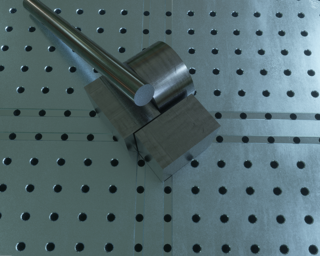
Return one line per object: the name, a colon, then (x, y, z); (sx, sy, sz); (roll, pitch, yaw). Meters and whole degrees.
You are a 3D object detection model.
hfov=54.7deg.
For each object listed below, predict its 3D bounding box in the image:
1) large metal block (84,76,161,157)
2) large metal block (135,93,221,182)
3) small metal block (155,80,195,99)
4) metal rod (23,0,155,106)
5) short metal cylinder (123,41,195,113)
large metal block: (-0.044, -0.018, 0.389); (0.050, 0.080, 0.080); (-36, 74, -12)
large metal block: (0.020, 0.015, 0.375); (0.080, 0.080, 0.050); (-36, 74, -12)
small metal block: (0.012, -0.050, 0.431); (0.050, 0.025, 0.050); (-40, 75, -14)
metal rod: (-0.108, -0.113, 0.396); (0.025, 0.025, 0.300); (-40, 54, -13)
short metal cylinder: (-0.003, -0.057, 0.376); (0.050, 0.080, 0.080); (-35, 74, -12)
